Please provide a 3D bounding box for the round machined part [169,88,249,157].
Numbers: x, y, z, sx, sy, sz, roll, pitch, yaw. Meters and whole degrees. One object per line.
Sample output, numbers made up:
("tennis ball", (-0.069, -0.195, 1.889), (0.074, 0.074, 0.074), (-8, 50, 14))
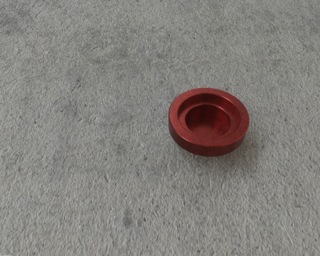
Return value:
("round machined part", (0.060, -0.003, 0.395), (0.099, 0.042, 0.098), (0, 50, 0))
